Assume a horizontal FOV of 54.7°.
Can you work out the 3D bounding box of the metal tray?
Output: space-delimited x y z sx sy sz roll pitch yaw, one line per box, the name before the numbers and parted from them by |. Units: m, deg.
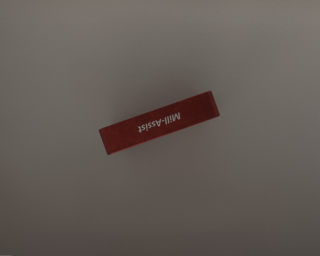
metal tray | -0.001 -0.006 0.378 0.131 0.090 0.030 -19 90 -1
